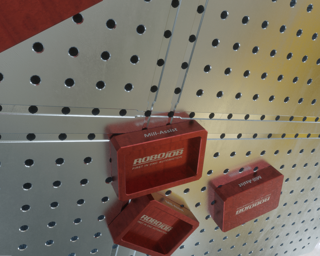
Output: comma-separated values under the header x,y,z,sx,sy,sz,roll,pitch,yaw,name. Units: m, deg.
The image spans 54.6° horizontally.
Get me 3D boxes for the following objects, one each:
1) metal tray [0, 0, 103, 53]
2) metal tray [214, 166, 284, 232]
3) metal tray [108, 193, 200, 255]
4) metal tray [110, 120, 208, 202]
x,y,z,sx,sy,sz,roll,pitch,yaw,name
-0.125,-0.126,0.261,0.131,0.030,0.090,-31,129,-8,metal tray
0.165,0.132,0.579,0.131,0.030,0.089,-18,126,-18,metal tray
-0.006,0.158,0.501,0.090,0.030,0.130,-48,129,5,metal tray
-0.001,0.044,0.434,0.131,0.030,0.089,-11,123,-22,metal tray
